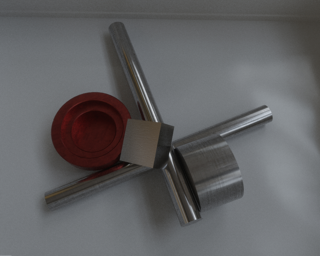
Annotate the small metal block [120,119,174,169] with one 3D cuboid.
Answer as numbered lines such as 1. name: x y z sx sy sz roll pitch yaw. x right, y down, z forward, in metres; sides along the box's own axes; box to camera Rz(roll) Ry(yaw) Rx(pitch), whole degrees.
1. small metal block: -0.015 0.018 0.358 0.050 0.025 0.050 8 85 37

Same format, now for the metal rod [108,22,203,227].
1. metal rod: -0.015 -0.024 0.398 0.025 0.025 0.299 -18 64 -7

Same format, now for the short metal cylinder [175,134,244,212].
1. short metal cylinder: 0.055 0.052 0.361 0.050 0.080 0.080 -19 71 -7

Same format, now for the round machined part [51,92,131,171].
1. round machined part: -0.083 0.007 0.396 0.099 0.042 0.098 0 70 -1

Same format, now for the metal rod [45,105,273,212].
1. metal rod: 0.005 0.035 0.395 0.302 0.025 0.025 -21 72 -8
